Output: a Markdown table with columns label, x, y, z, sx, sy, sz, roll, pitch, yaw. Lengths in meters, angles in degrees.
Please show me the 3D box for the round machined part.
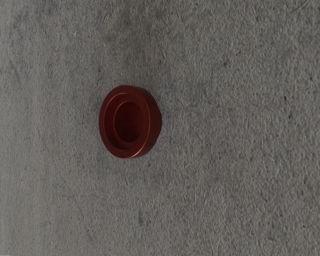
| label | x | y | z | sx | sy | sz | roll | pitch | yaw |
| --- | --- | --- | --- | --- | --- | --- | --- | --- | --- |
| round machined part | -0.036 | -0.008 | 0.425 | 0.098 | 0.042 | 0.097 | 0 | 90 | 40 |
